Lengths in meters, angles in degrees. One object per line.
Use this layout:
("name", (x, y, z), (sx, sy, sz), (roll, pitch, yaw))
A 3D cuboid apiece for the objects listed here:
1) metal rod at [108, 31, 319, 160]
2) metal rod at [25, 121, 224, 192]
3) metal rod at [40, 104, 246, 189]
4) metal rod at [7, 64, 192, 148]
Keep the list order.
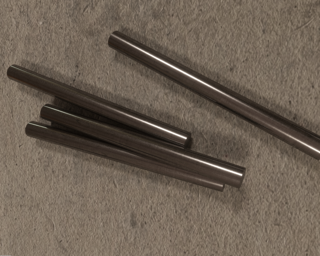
("metal rod", (0.059, -0.049, 0.387), (0.300, 0.025, 0.025), (31, 100, 17))
("metal rod", (-0.059, 0.034, 0.428), (0.301, 0.025, 0.025), (13, 95, 19))
("metal rod", (-0.039, 0.016, 0.408), (0.301, 0.025, 0.025), (17, 96, 23))
("metal rod", (-0.098, -0.035, 0.442), (0.301, 0.025, 0.025), (22, 97, 18))
